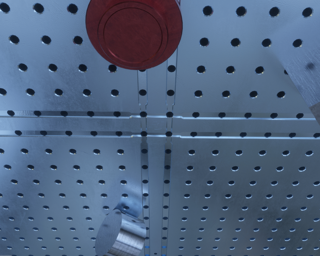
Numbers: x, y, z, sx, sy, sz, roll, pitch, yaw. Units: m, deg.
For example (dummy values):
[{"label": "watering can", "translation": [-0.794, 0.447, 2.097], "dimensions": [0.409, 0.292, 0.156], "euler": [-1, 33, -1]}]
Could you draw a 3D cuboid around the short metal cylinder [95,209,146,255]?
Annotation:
[{"label": "short metal cylinder", "translation": [-0.068, 0.188, 0.535], "dimensions": [0.050, 0.080, 0.080], "euler": [32, 123, -25]}]

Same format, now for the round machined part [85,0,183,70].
[{"label": "round machined part", "translation": [-0.026, -0.101, 0.314], "dimensions": [0.099, 0.042, 0.097], "euler": [0, 130, 0]}]

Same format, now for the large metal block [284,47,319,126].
[{"label": "large metal block", "translation": [0.195, -0.050, 0.335], "dimensions": [0.080, 0.080, 0.050], "euler": [-31, 124, 23]}]
